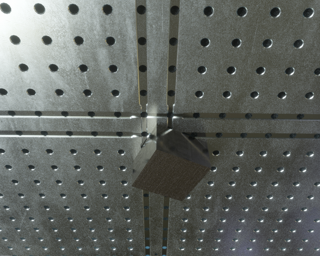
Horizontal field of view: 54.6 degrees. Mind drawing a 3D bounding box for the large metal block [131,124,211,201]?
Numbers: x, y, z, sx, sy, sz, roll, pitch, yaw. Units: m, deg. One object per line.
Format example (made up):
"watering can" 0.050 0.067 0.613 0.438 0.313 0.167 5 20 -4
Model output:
"large metal block" 0.014 0.051 0.438 0.080 0.050 0.080 20 127 -17
